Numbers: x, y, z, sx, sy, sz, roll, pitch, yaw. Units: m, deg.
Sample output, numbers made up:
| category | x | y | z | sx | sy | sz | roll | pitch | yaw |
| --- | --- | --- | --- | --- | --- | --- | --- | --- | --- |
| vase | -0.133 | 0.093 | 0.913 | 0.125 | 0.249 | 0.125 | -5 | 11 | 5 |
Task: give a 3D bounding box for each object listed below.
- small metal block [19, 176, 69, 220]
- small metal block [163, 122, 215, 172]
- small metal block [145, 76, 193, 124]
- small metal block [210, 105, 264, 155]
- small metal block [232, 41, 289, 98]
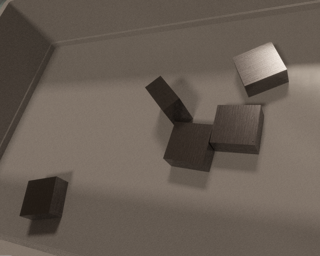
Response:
| category | x | y | z | sx | sy | sz | roll | pitch | yaw |
| --- | --- | --- | --- | --- | --- | --- | --- | --- | --- |
| small metal block | -0.159 | 0.098 | 0.427 | 0.050 | 0.025 | 0.050 | -11 | 57 | 21 |
| small metal block | 0.038 | 0.022 | 0.371 | 0.050 | 0.025 | 0.050 | 5 | 64 | 30 |
| small metal block | 0.012 | -0.032 | 0.402 | 0.025 | 0.050 | 0.050 | -38 | 51 | 3 |
| small metal block | 0.090 | 0.001 | 0.357 | 0.050 | 0.025 | 0.050 | 2 | 63 | 28 |
| small metal block | 0.124 | -0.073 | 0.385 | 0.050 | 0.025 | 0.050 | -22 | 54 | 15 |
